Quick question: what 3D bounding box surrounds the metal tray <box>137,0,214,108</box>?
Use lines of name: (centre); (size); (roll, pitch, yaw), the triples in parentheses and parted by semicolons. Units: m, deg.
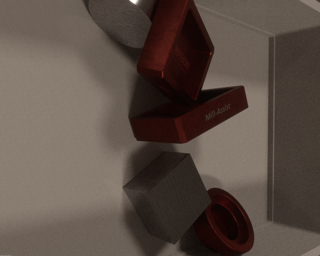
metal tray: (0.025, -0.083, 0.366); (0.130, 0.030, 0.090); (29, 78, -66)

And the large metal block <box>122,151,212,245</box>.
large metal block: (0.012, 0.087, 0.402); (0.080, 0.050, 0.080); (-39, 114, -33)

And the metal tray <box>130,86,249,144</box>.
metal tray: (0.040, -0.020, 0.399); (0.131, 0.090, 0.030); (-26, 107, -37)

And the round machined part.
round machined part: (0.087, 0.140, 0.451); (0.098, 0.042, 0.098); (30, 35, -23)

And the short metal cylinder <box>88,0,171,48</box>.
short metal cylinder: (-0.031, -0.136, 0.346); (0.080, 0.080, 0.050); (39, 66, -33)
